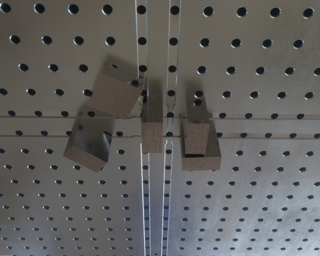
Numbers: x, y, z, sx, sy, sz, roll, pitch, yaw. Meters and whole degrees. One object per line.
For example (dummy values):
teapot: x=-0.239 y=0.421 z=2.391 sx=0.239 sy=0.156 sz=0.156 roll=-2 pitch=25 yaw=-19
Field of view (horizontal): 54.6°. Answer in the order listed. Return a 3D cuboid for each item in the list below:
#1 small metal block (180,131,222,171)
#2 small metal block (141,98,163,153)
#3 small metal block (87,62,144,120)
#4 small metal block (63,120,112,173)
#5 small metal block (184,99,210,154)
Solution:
small metal block: x=0.054 y=0.031 z=0.421 sx=0.050 sy=0.050 sz=0.025 roll=-2 pitch=130 yaw=1
small metal block: x=-0.010 y=-0.004 z=0.392 sx=0.025 sy=0.050 sz=0.050 roll=1 pitch=130 yaw=-1
small metal block: x=-0.053 y=-0.043 z=0.374 sx=0.050 sy=0.025 sz=0.050 roll=21 pitch=127 yaw=-17
small metal block: x=-0.095 y=0.024 z=0.415 sx=0.050 sy=0.050 sz=0.025 roll=32 pitch=123 yaw=-24
small metal block: x=0.045 y=-0.002 z=0.393 sx=0.025 sy=0.050 sz=0.050 roll=1 pitch=130 yaw=-1
